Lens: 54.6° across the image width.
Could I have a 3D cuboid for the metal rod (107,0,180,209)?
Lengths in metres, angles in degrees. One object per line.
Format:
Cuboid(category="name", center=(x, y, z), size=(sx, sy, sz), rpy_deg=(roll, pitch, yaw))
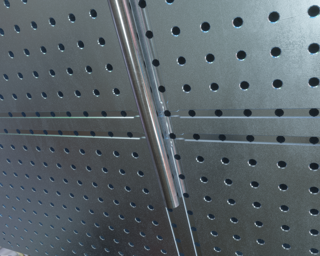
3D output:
Cuboid(category="metal rod", center=(-0.014, -0.016, 0.410), size=(0.025, 0.025, 0.298), rpy_deg=(0, 119, 28))
